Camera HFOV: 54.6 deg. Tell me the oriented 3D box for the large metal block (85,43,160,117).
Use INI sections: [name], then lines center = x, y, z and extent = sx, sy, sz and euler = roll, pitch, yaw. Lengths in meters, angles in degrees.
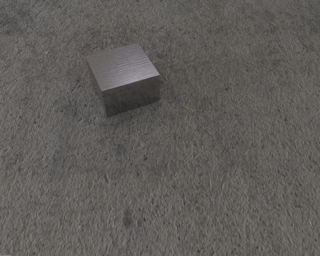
[large metal block]
center = -0.053, -0.071, 0.447
extent = 0.081, 0.050, 0.080
euler = -19, 53, -15
